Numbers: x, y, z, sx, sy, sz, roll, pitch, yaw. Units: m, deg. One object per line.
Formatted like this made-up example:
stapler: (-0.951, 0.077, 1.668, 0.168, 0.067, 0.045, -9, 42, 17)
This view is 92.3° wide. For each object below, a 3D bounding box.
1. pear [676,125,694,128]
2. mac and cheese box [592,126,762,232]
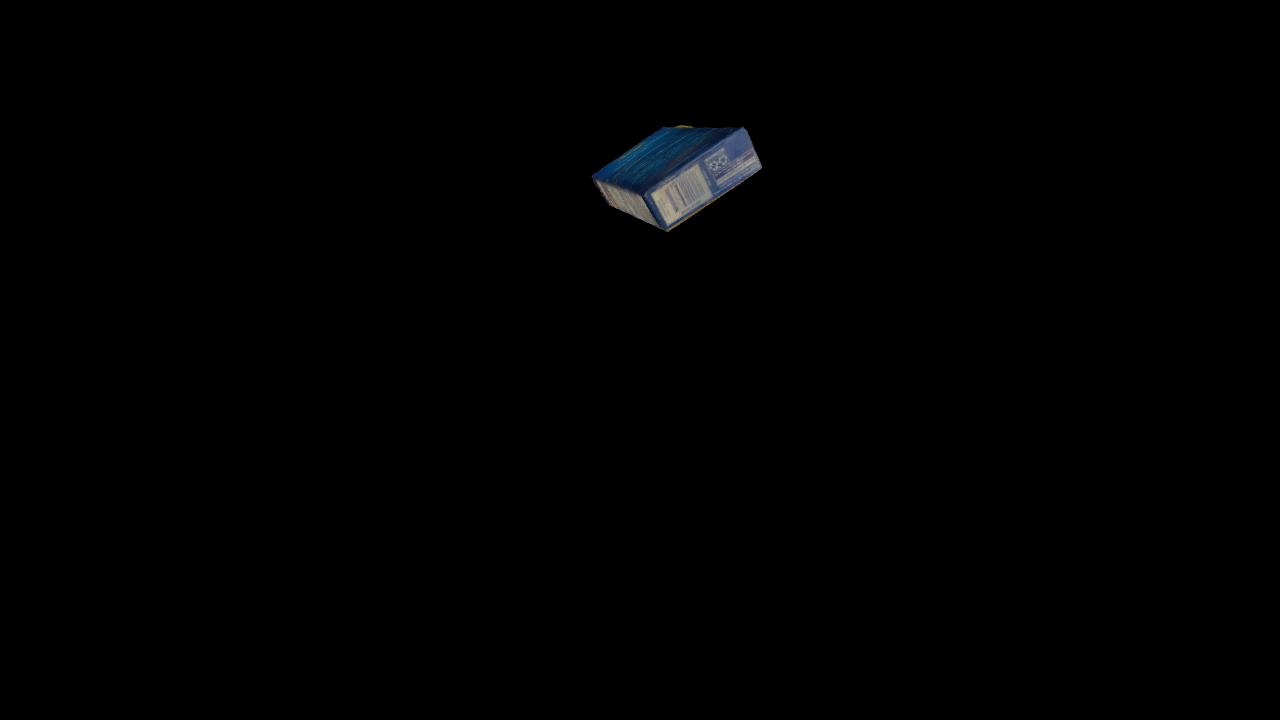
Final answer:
pear: (0.070, -0.285, 0.907, 0.080, 0.111, 0.080, -18, -10, -3)
mac and cheese box: (0.022, -0.165, 0.540, 0.093, 0.041, 0.184, -36, 26, -2)
